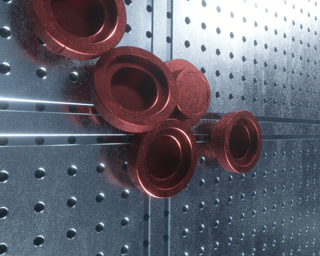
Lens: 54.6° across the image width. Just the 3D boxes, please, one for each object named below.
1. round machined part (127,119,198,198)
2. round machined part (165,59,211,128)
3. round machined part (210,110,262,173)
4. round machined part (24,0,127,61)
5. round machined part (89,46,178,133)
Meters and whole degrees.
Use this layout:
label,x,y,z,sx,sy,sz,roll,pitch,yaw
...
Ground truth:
label,x,y,z,sx,sy,sz,roll,pitch,yaw
round machined part,-0.001,0.036,0.393,0.099,0.042,0.097,-5,97,-38
round machined part,0.031,-0.046,0.423,0.099,0.042,0.097,0,90,-40
round machined part,0.118,0.021,0.495,0.099,0.042,0.097,0,90,-40
round machined part,-0.087,-0.117,0.319,0.099,0.042,0.098,5,81,-36
round machined part,-0.033,-0.040,0.355,0.099,0.042,0.098,10,66,-23
